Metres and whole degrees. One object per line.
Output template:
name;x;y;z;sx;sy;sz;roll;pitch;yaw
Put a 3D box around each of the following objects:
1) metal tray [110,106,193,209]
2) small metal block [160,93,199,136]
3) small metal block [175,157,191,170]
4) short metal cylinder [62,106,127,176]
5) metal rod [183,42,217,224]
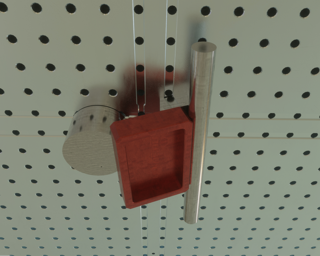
metal tray;-0.008;0.041;0.391;0.091;0.030;0.129;-14;132;-14
small metal block;0.031;-0.015;0.399;0.050;0.025;0.050;-12;130;9
small metal block;0.020;0.052;0.455;0.050;0.025;0.050;32;123;-25
short metal cylinder;-0.082;0.017;0.408;0.081;0.050;0.079;0;130;0
metal rod;0.047;0.032;0.406;0.025;0.025;0.298;-1;130;0
